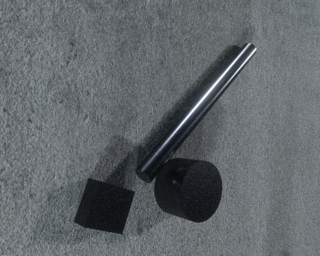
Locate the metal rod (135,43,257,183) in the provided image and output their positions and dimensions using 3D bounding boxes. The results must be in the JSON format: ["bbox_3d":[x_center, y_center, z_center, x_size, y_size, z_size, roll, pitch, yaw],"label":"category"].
[{"bbox_3d":[0.067,-0.037,0.460,0.301,0.025,0.025,-48,119,-29],"label":"metal rod"}]

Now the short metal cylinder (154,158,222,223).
[{"bbox_3d":[0.039,0.082,0.422,0.081,0.050,0.079,0,90,-40],"label":"short metal cylinder"}]

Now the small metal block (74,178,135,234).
[{"bbox_3d":[-0.062,0.089,0.353,0.050,0.025,0.050,26,74,-37],"label":"small metal block"}]
